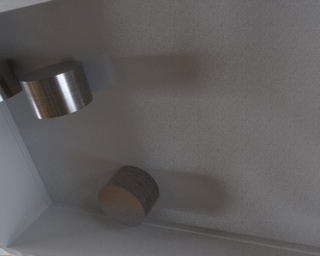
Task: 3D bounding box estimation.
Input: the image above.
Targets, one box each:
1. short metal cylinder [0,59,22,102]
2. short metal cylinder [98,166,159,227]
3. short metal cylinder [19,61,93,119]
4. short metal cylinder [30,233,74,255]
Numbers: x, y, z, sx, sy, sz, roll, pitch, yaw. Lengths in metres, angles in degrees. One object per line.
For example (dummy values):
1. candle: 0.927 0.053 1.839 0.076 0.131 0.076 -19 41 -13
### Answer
1. short metal cylinder: -0.257 -0.067 0.465 0.080 0.080 0.050 -3 117 29
2. short metal cylinder: -0.048 0.106 0.482 0.080 0.050 0.079 13 124 20
3. short metal cylinder: -0.135 -0.052 0.410 0.080 0.080 0.050 1 119 27
4. short metal cylinder: -0.241 0.285 0.695 0.080 0.050 0.079 13 124 20
